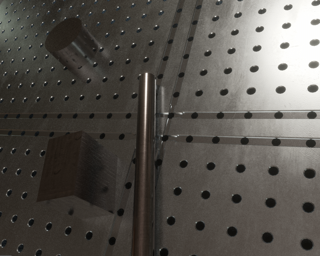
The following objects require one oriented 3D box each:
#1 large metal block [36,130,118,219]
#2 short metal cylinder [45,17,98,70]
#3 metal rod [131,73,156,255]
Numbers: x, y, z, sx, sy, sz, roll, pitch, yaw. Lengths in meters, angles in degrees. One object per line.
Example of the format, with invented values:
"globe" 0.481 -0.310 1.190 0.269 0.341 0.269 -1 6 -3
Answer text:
"large metal block" -0.097 0.061 0.385 0.050 0.080 0.080 -14 56 20
"short metal cylinder" -0.162 -0.155 0.570 0.080 0.050 0.080 -13 57 21
"metal rod" -0.018 0.054 0.383 0.025 0.025 0.299 -13 56 20
